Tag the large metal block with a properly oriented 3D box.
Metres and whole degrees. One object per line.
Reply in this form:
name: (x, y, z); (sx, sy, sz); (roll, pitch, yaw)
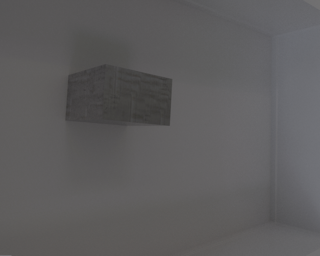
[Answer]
large metal block: (-0.045, -0.030, 0.332); (0.081, 0.080, 0.050); (5, 87, -40)
